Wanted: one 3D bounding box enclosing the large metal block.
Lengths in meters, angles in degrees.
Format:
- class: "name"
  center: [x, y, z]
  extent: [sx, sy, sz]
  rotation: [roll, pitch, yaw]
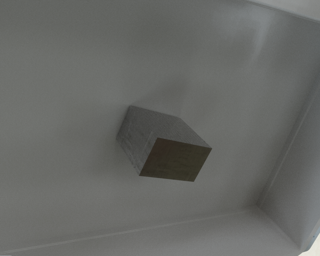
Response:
- class: "large metal block"
  center: [0.003, 0.019, 0.385]
  extent: [0.081, 0.080, 0.050]
  rotation: [13, 112, -34]
